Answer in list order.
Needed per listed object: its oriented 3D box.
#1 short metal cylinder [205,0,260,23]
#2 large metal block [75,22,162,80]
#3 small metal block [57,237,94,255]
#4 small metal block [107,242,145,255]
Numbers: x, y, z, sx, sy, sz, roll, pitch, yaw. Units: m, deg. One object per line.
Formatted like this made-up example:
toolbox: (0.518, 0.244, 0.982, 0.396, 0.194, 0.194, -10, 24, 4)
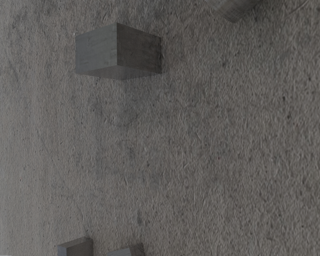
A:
short metal cylinder: (0.069, -0.154, 0.312, 0.050, 0.081, 0.080, -41, 66, 32)
large metal block: (-0.055, -0.097, 0.414, 0.080, 0.081, 0.050, -1, 90, 40)
small metal block: (-0.136, 0.210, 0.501, 0.025, 0.050, 0.050, -5, 87, 40)
small metal block: (-0.044, 0.196, 0.442, 0.050, 0.025, 0.050, -28, 73, 36)
